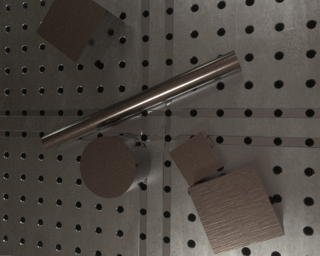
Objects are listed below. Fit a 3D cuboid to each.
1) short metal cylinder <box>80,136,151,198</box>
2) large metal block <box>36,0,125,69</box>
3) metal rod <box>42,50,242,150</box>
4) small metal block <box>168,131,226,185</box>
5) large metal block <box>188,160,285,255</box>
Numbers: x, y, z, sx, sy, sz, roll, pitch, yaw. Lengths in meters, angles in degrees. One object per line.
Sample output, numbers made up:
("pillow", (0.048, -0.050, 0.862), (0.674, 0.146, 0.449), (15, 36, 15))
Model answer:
("short metal cylinder", (-0.059, 0.050, 0.419), (0.080, 0.050, 0.079), (0, 90, 19))
("large metal block", (-0.112, -0.142, 0.437), (0.080, 0.050, 0.080), (37, 102, 16))
("metal rod", (-0.038, -0.031, 0.424), (0.300, 0.025, 0.025), (-22, 83, 18))
("small metal block", (0.048, 0.039, 0.395), (0.050, 0.025, 0.050), (-35, 79, 16))
("large metal block", (0.090, 0.092, 0.367), (0.080, 0.050, 0.080), (-24, 82, 18))
